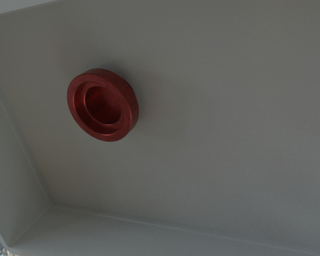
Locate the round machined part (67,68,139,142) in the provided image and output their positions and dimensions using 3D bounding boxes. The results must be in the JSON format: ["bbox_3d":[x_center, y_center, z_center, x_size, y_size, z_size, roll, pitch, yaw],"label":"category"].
[{"bbox_3d":[-0.071,-0.034,0.414,0.098,0.042,0.097,13,124,21],"label":"round machined part"}]
